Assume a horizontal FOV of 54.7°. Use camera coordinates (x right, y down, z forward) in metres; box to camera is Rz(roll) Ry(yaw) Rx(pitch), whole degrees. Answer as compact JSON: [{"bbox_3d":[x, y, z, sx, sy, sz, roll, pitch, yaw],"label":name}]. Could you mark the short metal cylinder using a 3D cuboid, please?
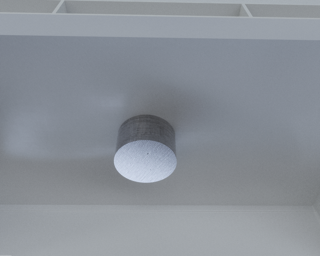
[{"bbox_3d":[-0.019,0.029,0.417,0.081,0.050,0.079,0,130,0],"label":"short metal cylinder"}]
